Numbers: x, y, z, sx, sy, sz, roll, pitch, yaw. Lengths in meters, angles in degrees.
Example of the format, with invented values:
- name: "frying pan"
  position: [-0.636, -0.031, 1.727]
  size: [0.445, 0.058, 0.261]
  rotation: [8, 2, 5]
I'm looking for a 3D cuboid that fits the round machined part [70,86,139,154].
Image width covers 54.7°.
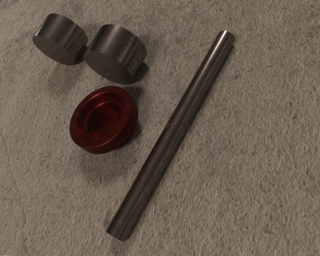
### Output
- name: "round machined part"
  position: [-0.073, -0.007, 0.434]
  size: [0.098, 0.042, 0.098]
  rotation: [-13, 56, 20]

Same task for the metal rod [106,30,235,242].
- name: "metal rod"
  position: [0.021, -0.002, 0.392]
  size: [0.025, 0.025, 0.300]
  rotation: [19, 71, 35]

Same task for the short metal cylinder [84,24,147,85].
- name: "short metal cylinder"
  position: [-0.067, -0.109, 0.469]
  size: [0.080, 0.080, 0.050]
  rotation: [13, 69, 33]

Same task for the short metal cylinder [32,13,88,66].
- name: "short metal cylinder"
  position: [-0.178, -0.157, 0.556]
  size: [0.080, 0.080, 0.050]
  rotation: [12, 68, 33]
